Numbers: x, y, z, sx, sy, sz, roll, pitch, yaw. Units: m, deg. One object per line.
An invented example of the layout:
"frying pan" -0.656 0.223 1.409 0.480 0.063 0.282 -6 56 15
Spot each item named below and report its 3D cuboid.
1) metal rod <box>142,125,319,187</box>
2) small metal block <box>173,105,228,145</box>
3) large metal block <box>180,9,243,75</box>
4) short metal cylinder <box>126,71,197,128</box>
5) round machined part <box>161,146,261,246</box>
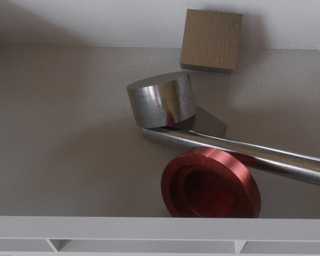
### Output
"metal rod" 0.096 0.028 0.305 0.300 0.025 0.025 13 47 41
"small metal block" 0.051 0.005 0.402 0.050 0.025 0.050 37 59 27
"large metal block" 0.077 -0.129 0.472 0.080 0.050 0.079 8 92 6
"short metal cylinder" 0.002 -0.038 0.397 0.080 0.050 0.080 -13 17 4
"round machined part" 0.053 0.063 0.310 0.098 0.097 0.042 31 35 23
